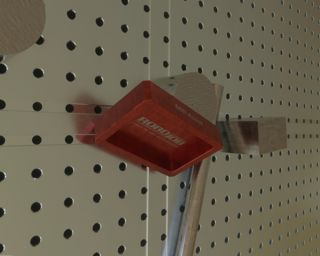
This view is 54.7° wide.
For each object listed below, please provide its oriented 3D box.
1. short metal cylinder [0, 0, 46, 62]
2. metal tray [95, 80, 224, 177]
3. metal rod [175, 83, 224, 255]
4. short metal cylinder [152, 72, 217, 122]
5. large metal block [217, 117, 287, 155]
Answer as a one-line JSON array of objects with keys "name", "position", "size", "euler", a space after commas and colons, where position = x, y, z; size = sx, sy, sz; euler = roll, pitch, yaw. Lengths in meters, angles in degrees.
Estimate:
[{"name": "short metal cylinder", "position": [-0.149, -0.099, 0.269], "size": [0.081, 0.050, 0.079], "euler": [0, 90, -40]}, {"name": "metal tray", "position": [0.001, 0.008, 0.368], "size": [0.131, 0.090, 0.030], "euler": [30, 37, -36]}, {"name": "metal rod", "position": [0.056, 0.078, 0.458], "size": [0.025, 0.025, 0.299], "euler": [20, 77, -39]}, {"name": "short metal cylinder", "position": [0.032, -0.033, 0.422], "size": [0.081, 0.050, 0.079], "euler": [-1, 91, -40]}, {"name": "large metal block", "position": [0.145, 0.010, 0.498], "size": [0.081, 0.080, 0.050], "euler": [-7, 95, -40]}]
